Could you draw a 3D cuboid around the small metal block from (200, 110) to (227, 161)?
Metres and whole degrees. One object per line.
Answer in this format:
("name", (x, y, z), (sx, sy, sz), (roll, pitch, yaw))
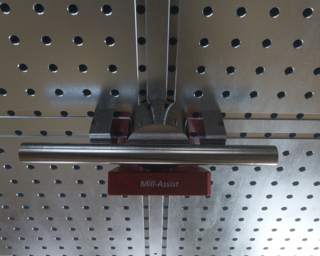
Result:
("small metal block", (0.068, 0.012, 0.406), (0.025, 0.050, 0.050), (-1, 130, 0))

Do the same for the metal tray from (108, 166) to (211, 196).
("metal tray", (-0.001, 0.072, 0.433), (0.131, 0.090, 0.030), (0, 87, -1))

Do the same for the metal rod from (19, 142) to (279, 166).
("metal rod", (-0.013, 0.031, 0.372), (0.302, 0.025, 0.025), (1, 130, -1))

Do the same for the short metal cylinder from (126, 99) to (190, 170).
("short metal cylinder", (-0.002, 0.010, 0.403), (0.081, 0.050, 0.079), (0, 130, 0))

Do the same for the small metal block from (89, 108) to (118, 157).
("small metal block", (-0.072, 0.009, 0.403), (0.025, 0.050, 0.050), (-1, 130, 0))
